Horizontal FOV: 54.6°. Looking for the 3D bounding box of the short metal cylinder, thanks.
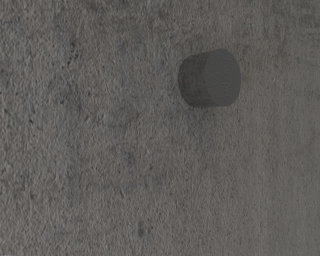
[{"bbox_3d":[0.072,-0.070,0.448,0.081,0.050,0.080,0,90,-40],"label":"short metal cylinder"}]
